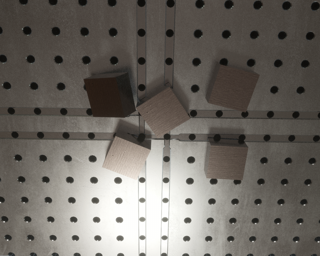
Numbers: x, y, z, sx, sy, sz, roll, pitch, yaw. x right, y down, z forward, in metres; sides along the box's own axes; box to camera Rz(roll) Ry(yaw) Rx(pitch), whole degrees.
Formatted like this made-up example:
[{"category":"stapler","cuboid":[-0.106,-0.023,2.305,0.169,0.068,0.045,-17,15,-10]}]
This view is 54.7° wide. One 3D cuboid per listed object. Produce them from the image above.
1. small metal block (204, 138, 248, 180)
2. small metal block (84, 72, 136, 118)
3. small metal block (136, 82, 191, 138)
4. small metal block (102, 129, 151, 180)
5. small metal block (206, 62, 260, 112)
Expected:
[{"category":"small metal block","cuboid":[0.091,0.043,0.431,0.050,0.025,0.050,3,110,-2]},{"category":"small metal block","cuboid":[-0.062,-0.041,0.386,0.050,0.025,0.050,2,113,30]},{"category":"small metal block","cuboid":[0.004,-0.023,0.405,0.050,0.025,0.050,-32,108,10]},{"category":"small metal block","cuboid":[-0.045,0.037,0.426,0.050,0.025,0.050,23,108,-9]},{"category":"small metal block","cuboid":[0.091,-0.052,0.395,0.050,0.025,0.050,14,110,-6]}]
